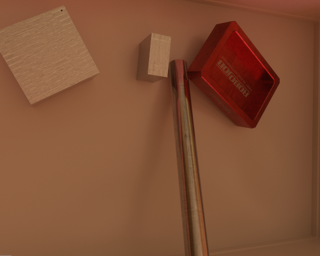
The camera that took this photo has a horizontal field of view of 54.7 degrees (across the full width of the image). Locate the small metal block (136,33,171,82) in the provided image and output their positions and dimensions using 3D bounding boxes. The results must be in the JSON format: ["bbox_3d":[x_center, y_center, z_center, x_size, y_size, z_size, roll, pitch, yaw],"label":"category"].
[{"bbox_3d":[-0.009,-0.088,0.395,0.025,0.050,0.050,6,88,-20],"label":"small metal block"}]

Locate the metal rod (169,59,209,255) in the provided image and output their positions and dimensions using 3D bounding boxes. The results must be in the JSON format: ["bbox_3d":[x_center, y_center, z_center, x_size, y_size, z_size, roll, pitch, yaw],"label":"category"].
[{"bbox_3d":[0.033,0.049,0.360,0.025,0.025,0.299,6,64,-20],"label":"metal rod"}]

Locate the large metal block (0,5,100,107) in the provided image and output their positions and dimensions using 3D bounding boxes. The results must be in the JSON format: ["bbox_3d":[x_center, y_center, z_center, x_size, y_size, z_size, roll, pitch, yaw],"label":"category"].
[{"bbox_3d":[-0.127,-0.078,0.350,0.080,0.050,0.080,-30,100,-18],"label":"large metal block"}]

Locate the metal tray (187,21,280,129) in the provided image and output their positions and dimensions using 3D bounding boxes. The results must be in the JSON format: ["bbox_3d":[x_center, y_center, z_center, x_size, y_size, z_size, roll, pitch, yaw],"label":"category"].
[{"bbox_3d":[0.106,-0.070,0.430,0.130,0.030,0.090,38,76,-31],"label":"metal tray"}]
